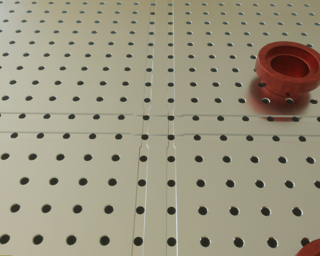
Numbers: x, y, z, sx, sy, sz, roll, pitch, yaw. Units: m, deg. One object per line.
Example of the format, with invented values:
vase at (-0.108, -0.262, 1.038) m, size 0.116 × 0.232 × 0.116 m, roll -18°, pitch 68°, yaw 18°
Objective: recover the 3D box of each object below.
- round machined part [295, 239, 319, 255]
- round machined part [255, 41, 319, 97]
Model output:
round machined part at (0.158, 0.151, 0.270) m, size 0.099 × 0.042 × 0.098 m, roll 0°, pitch 50°, yaw 0°
round machined part at (0.194, -0.085, 0.469) m, size 0.099 × 0.042 × 0.098 m, roll 0°, pitch 50°, yaw 0°
